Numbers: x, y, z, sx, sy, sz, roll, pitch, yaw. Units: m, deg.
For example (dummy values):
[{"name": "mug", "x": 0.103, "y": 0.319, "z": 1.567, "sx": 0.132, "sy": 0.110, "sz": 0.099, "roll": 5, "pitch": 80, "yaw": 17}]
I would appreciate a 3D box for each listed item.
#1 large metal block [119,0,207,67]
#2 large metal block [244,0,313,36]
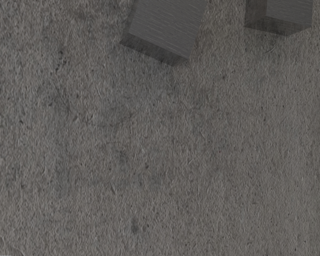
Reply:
[{"name": "large metal block", "x": 0.003, "y": -0.135, "z": 0.396, "sx": 0.080, "sy": 0.050, "sz": 0.080, "roll": 20, "pitch": 83, "yaw": -19}, {"name": "large metal block", "x": 0.177, "y": -0.189, "z": 0.460, "sx": 0.081, "sy": 0.050, "sz": 0.080, "roll": 5, "pitch": 88, "yaw": -20}]
